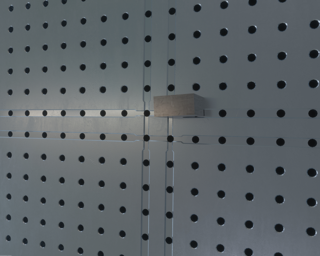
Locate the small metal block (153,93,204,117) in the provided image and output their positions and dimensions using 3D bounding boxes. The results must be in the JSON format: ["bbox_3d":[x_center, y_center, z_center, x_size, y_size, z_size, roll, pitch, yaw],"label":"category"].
[{"bbox_3d":[0.025,-0.027,0.391,0.050,0.050,0.025,-2,89,20],"label":"small metal block"}]
